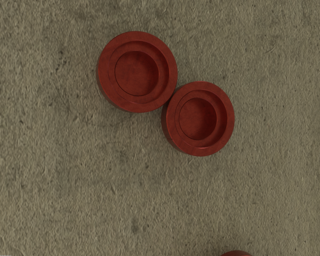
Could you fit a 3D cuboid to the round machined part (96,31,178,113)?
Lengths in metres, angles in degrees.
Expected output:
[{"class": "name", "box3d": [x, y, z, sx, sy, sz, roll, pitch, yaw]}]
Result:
[{"class": "round machined part", "box3d": [-0.031, -0.067, 0.388, 0.099, 0.042, 0.097, 0, 90, -20]}]

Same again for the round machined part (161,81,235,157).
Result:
[{"class": "round machined part", "box3d": [0.047, -0.012, 0.417, 0.099, 0.042, 0.097, 0, 90, -20]}]

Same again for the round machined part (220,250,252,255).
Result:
[{"class": "round machined part", "box3d": [0.103, 0.222, 0.438, 0.099, 0.042, 0.097, 0, 90, -20]}]
